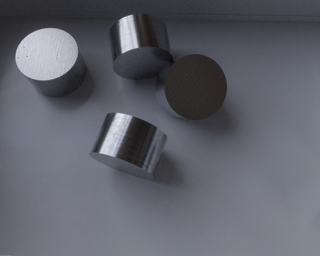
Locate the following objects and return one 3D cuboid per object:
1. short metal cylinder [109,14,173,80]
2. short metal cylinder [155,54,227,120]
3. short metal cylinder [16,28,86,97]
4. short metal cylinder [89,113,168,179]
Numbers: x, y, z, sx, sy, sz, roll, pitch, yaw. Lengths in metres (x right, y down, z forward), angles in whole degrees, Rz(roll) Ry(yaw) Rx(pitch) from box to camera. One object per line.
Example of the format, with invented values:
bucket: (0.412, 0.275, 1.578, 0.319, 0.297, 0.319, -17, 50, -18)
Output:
short metal cylinder: (-0.026, -0.107, 0.419, 0.081, 0.080, 0.050, -9, 70, -4)
short metal cylinder: (0.038, -0.051, 0.399, 0.081, 0.050, 0.079, -1, 94, -14)
short metal cylinder: (-0.148, -0.089, 0.427, 0.081, 0.050, 0.080, 0, 70, 0)
short metal cylinder: (-0.037, 0.023, 0.372, 0.080, 0.080, 0.050, 18, 71, 6)
